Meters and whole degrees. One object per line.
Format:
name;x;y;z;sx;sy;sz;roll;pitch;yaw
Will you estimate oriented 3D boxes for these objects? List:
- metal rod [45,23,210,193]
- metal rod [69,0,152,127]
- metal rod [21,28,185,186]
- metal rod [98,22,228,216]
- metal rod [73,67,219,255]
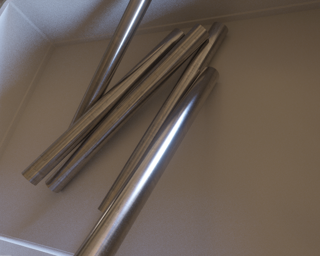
metal rod;-0.046;-0.026;0.427;0.300;0.025;0.025;-46;51;2
metal rod;-0.057;-0.112;0.423;0.025;0.025;0.298;45;113;39
metal rod;-0.070;-0.038;0.440;0.301;0.025;0.025;-46;51;-14
metal rod;0.011;-0.020;0.410;0.025;0.025;0.300;21;73;35
metal rod;0.005;0.017;0.311;0.025;0.025;0.301;3;37;29
